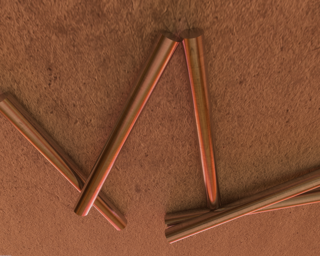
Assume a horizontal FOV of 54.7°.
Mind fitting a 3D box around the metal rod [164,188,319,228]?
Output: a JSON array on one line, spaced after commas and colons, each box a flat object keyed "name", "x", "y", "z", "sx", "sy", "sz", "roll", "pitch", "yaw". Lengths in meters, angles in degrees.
[{"name": "metal rod", "x": 0.155, "y": 0.131, "z": 0.519, "sx": 0.301, "sy": 0.025, "sz": 0.025, "roll": -14, "pitch": 129, "yaw": 11}]

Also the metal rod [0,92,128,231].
[{"name": "metal rod", "x": -0.131, "y": 0.068, "z": 0.463, "sx": 0.025, "sy": 0.025, "sz": 0.299, "roll": -19, "pitch": 128, "yaw": 15}]

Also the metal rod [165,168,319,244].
[{"name": "metal rod", "x": 0.146, "y": 0.120, "z": 0.491, "sx": 0.300, "sy": 0.025, "sz": 0.025, "roll": -25, "pitch": 126, "yaw": 13}]

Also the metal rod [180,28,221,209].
[{"name": "metal rod", "x": 0.061, "y": 0.013, "z": 0.418, "sx": 0.025, "sy": 0.025, "sz": 0.298, "roll": -8, "pitch": 130, "yaw": 7}]

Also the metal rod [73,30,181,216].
[{"name": "metal rod", "x": -0.055, "y": 0.014, "z": 0.400, "sx": 0.025, "sy": 0.025, "sz": 0.298, "roll": 21, "pitch": 122, "yaw": -17}]
